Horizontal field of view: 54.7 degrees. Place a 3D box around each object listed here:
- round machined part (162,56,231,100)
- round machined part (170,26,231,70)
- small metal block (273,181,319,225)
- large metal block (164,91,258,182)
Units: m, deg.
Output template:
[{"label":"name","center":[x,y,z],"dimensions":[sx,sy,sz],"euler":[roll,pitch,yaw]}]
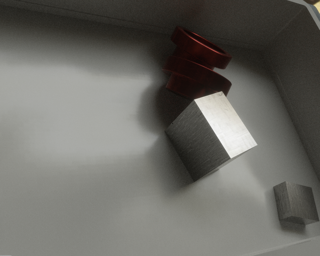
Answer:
[{"label":"round machined part","center":[0.047,-0.061,0.436],"dimensions":[0.099,0.098,0.042],"euler":[23,94,-15]},{"label":"round machined part","center":[0.058,-0.116,0.482],"dimensions":[0.098,0.042,0.098],"euler":[25,23,-11]},{"label":"small metal block","center":[0.196,0.109,0.448],"dimensions":[0.050,0.025,0.050],"euler":[16,55,-20]},{"label":"large metal block","center":[0.062,0.012,0.398],"dimensions":[0.050,0.080,0.080],"euler":[-19,72,-36]}]
